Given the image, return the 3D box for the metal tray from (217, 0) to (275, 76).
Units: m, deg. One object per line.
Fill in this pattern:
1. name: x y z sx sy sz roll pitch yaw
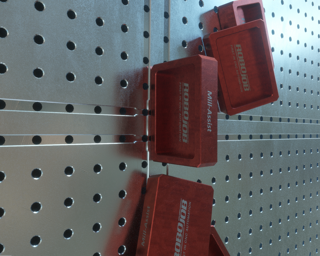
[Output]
1. metal tray: 0.151 -0.153 0.535 0.091 0.030 0.129 -26 107 -37

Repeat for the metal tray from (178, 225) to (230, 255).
1. metal tray: 0.047 0.214 0.448 0.131 0.030 0.090 -43 116 -32

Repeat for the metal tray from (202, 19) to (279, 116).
1. metal tray: 0.128 -0.094 0.488 0.091 0.030 0.129 -18 104 -7

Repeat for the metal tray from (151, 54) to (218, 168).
1. metal tray: 0.028 -0.020 0.392 0.030 0.090 0.129 0 90 -41

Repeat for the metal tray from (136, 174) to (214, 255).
1. metal tray: 0.021 0.133 0.402 0.091 0.030 0.130 18 69 -27
